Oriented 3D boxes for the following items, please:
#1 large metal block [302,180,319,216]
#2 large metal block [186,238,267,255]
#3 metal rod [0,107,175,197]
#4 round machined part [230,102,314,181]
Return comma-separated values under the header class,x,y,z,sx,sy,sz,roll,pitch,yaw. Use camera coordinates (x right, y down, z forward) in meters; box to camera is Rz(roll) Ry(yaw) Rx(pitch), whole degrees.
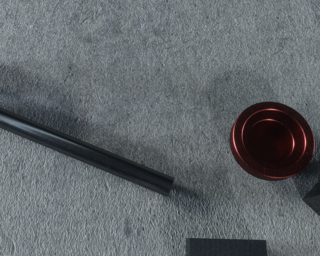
class,x,y,z,sx,sy,sz,roll,pitch,yaw
large metal block,0.236,0.084,0.367,0.080,0.050,0.080,-41,76,-14
large metal block,0.070,0.163,0.336,0.081,0.050,0.080,2,70,0
metal rod,-0.126,0.019,0.399,0.301,0.025,0.025,21,71,7
round machined part,0.137,0.019,0.394,0.099,0.042,0.098,0,70,-1
